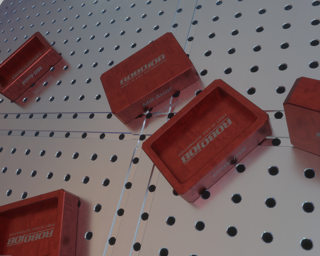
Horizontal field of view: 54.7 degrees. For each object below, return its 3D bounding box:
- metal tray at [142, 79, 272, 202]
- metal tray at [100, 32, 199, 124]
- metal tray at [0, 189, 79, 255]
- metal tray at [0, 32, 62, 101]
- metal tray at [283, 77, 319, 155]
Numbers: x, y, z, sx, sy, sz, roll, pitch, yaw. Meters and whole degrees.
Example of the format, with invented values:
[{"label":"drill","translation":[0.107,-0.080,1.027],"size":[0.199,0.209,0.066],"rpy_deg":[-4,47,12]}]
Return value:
[{"label":"metal tray","translation":[0.053,0.012,0.369],"size":[0.130,0.030,0.090],"rpy_deg":[-41,51,-1]},{"label":"metal tray","translation":[-0.019,-0.076,0.460],"size":[0.130,0.030,0.090],"rpy_deg":[-31,52,8]},{"label":"metal tray","translation":[-0.172,0.140,0.407],"size":[0.130,0.030,0.090],"rpy_deg":[-18,55,17]},{"label":"metal tray","translation":[-0.269,-0.125,0.619],"size":[0.130,0.030,0.090],"rpy_deg":[-43,51,-2]},{"label":"metal tray","translation":[0.180,0.007,0.267],"size":[0.130,0.090,0.030],"rpy_deg":[23,74,36]}]
